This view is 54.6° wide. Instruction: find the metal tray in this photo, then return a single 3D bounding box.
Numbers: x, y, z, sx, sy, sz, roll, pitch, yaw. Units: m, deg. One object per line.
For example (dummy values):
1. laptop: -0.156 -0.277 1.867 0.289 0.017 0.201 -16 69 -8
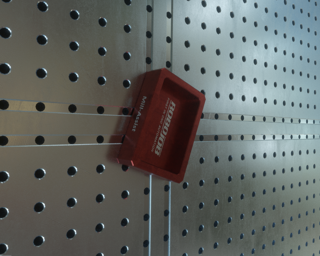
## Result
1. metal tray: 0.007 -0.002 0.410 0.090 0.030 0.130 28 73 -37
